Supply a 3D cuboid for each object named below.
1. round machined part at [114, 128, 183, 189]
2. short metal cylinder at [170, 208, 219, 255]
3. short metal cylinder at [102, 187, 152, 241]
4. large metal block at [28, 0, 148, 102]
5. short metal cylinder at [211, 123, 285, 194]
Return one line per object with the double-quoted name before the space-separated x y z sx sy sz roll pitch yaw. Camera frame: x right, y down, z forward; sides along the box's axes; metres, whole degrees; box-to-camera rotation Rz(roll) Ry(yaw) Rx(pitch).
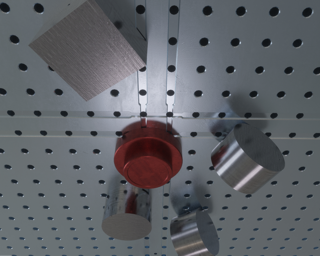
"round machined part" -0.017 0.050 0.443 0.099 0.042 0.097 0 130 0
"short metal cylinder" 0.060 0.185 0.533 0.050 0.080 0.080 -28 125 21
"short metal cylinder" -0.054 0.144 0.518 0.081 0.050 0.079 0 130 0
"large metal block" -0.069 -0.087 0.321 0.080 0.050 0.080 -27 125 21
"short metal cylinder" 0.115 0.040 0.410 0.080 0.080 0.050 22 127 -18
